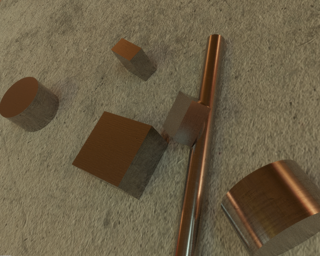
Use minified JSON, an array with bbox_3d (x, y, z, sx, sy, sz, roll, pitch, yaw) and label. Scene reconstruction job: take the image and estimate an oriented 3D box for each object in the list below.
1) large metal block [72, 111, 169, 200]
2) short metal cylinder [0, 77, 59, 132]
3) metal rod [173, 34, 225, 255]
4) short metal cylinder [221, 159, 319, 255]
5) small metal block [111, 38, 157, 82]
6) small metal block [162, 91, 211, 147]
[{"bbox_3d":[-0.049,0.033,0.392,0.080,0.050,0.080,17,71,34],"label":"large metal block"},{"bbox_3d":[-0.221,-0.040,0.525,0.080,0.050,0.080,-13,56,20],"label":"short metal cylinder"},{"bbox_3d":[0.051,0.008,0.371,0.025,0.025,0.299,-2,60,27],"label":"metal rod"},{"bbox_3d":[0.102,0.073,0.270,0.080,0.080,0.050,-33,52,6],"label":"short metal cylinder"},{"bbox_3d":[-0.040,-0.104,0.471,0.025,0.050,0.050,-49,52,-6],"label":"small metal block"},{"bbox_3d":[0.030,-0.012,0.370,0.050,0.025,0.050,-64,20,12],"label":"small metal block"}]
